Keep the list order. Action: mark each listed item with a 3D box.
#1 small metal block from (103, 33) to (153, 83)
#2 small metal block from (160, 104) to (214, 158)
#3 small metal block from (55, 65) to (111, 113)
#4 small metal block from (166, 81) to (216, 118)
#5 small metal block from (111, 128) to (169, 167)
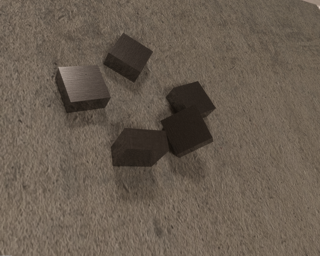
[{"bbox_3d":[-0.045,-0.101,0.442,0.050,0.025,0.050,31,52,-9],"label":"small metal block"},{"bbox_3d":[0.035,0.004,0.405,0.050,0.025,0.050,-26,72,4],"label":"small metal block"},{"bbox_3d":[-0.096,-0.049,0.383,0.050,0.025,0.050,-12,68,-33],"label":"small metal block"},{"bbox_3d":[0.045,-0.037,0.452,0.050,0.025,0.050,-20,73,-36],"label":"small metal block"},{"bbox_3d":[-0.024,0.024,0.361,0.050,0.050,0.025,4,60,-26],"label":"small metal block"}]
